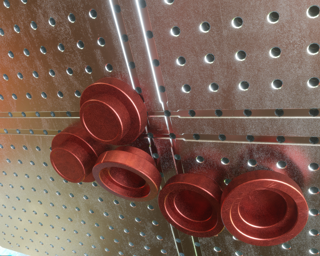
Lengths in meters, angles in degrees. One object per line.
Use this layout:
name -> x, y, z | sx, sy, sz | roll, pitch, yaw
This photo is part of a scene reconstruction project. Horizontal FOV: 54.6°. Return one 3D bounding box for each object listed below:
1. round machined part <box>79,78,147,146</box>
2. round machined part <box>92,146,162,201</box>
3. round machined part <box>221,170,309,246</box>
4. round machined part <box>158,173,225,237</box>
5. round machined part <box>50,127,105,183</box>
round machined part -> -0.071, -0.016, 0.428 | 0.098, 0.042, 0.097 | 13, 124, 21
round machined part -> -0.044, 0.063, 0.451 | 0.098, 0.042, 0.098 | 12, 140, 11
round machined part -> 0.125, 0.093, 0.381 | 0.098, 0.042, 0.097 | 4, 114, 8
round machined part -> 0.050, 0.103, 0.438 | 0.098, 0.042, 0.097 | 13, 124, 21
round machined part -> -0.138, 0.051, 0.505 | 0.098, 0.042, 0.097 | 13, 124, 21
